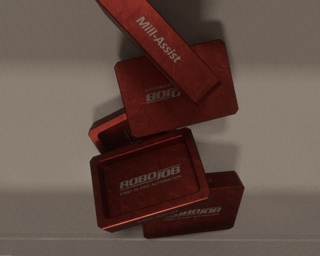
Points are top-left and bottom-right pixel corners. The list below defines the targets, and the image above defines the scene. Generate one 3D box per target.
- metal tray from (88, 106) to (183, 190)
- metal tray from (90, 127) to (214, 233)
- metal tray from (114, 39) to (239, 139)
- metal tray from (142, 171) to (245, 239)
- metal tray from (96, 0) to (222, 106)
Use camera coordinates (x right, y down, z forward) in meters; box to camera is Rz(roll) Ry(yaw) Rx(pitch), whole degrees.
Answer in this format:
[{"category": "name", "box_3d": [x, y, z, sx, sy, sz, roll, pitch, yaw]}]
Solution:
[{"category": "metal tray", "box_3d": [-0.024, 0.034, 0.420, 0.090, 0.030, 0.130, -26, 108, 9]}, {"category": "metal tray", "box_3d": [-0.013, 0.061, 0.368, 0.131, 0.090, 0.030, -18, 150, 6]}, {"category": "metal tray", "box_3d": [0.020, -0.047, 0.371, 0.131, 0.030, 0.089, -14, 97, -5]}, {"category": "metal tray", "box_3d": [0.042, 0.106, 0.425, 0.131, 0.030, 0.089, -3, 126, -10]}, {"category": "metal tray", "box_3d": [-0.002, -0.081, 0.303, 0.030, 0.090, 0.130, -44, 98, 5]}]
